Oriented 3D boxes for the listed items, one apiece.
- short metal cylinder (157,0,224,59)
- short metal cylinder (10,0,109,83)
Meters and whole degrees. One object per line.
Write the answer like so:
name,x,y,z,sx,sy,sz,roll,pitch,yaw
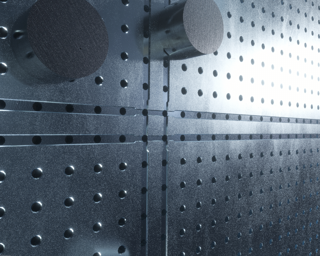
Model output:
short metal cylinder,0.043,-0.139,0.431,0.081,0.050,0.079,0,90,-40
short metal cylinder,-0.100,-0.087,0.310,0.081,0.050,0.079,0,90,-40
